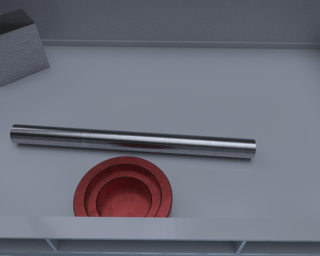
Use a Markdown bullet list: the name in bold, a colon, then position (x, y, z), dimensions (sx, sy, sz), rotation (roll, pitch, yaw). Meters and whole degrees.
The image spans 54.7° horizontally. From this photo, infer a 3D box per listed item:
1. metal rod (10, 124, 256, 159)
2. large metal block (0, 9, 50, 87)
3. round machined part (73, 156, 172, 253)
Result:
- **metal rod**: position (-0.035, 0.017, 0.390), dimensions (0.302, 0.025, 0.025), rotation (4, 50, 2)
- **large metal block**: position (-0.225, -0.121, 0.468), dimensions (0.081, 0.080, 0.050), rotation (-30, 57, -23)
- **round machined part**: position (-0.037, 0.081, 0.325), dimensions (0.099, 0.042, 0.098), rotation (0, 50, 0)
